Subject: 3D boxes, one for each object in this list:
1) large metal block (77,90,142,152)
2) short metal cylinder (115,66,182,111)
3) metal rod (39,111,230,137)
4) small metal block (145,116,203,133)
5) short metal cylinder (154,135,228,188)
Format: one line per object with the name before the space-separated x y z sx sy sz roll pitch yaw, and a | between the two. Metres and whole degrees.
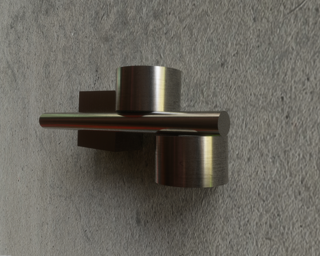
large metal block | -0.071 -0.011 0.443 0.080 0.050 0.079 4 93 39
short metal cylinder | -0.014 -0.045 0.382 0.080 0.081 0.050 3 92 39
metal rod | -0.057 -0.008 0.385 0.300 0.025 0.025 2 91 38
small metal block | 0.017 -0.005 0.373 0.050 0.050 0.025 2 91 39
short metal cylinder | 0.034 0.033 0.340 0.080 0.081 0.050 0 90 39
